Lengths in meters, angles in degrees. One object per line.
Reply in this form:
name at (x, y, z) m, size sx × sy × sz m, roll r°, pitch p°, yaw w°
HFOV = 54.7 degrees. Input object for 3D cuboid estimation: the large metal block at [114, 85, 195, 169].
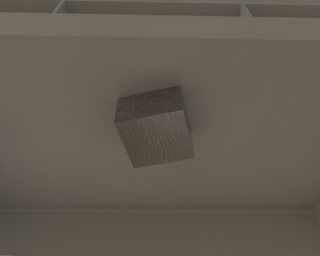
large metal block at (-0.004, 0.000, 0.393) m, size 0.080 × 0.050 × 0.080 m, roll -11°, pitch 130°, yaw 8°
